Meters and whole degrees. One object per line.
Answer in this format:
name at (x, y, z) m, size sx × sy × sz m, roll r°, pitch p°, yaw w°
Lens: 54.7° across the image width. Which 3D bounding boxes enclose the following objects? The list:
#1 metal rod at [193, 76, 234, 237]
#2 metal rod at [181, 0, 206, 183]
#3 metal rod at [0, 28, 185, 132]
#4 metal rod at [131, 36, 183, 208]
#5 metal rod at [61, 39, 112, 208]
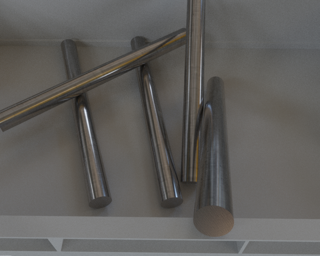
metal rod at (0.058, -0.003, 0.328) m, size 0.025 × 0.025 × 0.301 m, roll 8°, pitch 25°, yaw 7°
metal rod at (0.044, -0.081, 0.397) m, size 0.025 × 0.025 × 0.299 m, roll 3°, pitch 74°, yaw 2°
metal rod at (-0.078, -0.077, 0.434) m, size 0.302 × 0.025 × 0.025 m, roll -31°, pitch 57°, yaw -24°
metal rod at (-0.012, -0.032, 0.431) m, size 0.025 × 0.025 × 0.300 m, roll -7°, pitch 50°, yaw -6°
metal rod at (-0.109, -0.029, 0.428) m, size 0.025 × 0.025 × 0.300 m, roll -13°, pitch 51°, yaw -11°
